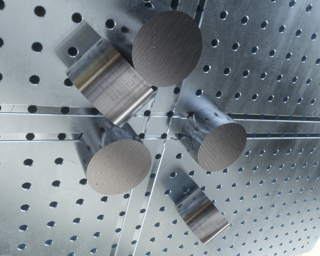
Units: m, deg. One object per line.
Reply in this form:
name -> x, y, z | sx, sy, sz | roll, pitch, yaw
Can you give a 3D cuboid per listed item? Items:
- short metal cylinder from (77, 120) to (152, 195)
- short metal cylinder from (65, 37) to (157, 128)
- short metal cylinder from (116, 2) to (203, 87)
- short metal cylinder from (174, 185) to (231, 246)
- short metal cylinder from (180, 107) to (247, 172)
short metal cylinder -> -0.057, 0.036, 0.386 | 0.081, 0.050, 0.079 | -14, 124, -21
short metal cylinder -> -0.049, -0.046, 0.320 | 0.050, 0.080, 0.080 | -43, 129, 2
short metal cylinder -> -0.001, -0.091, 0.338 | 0.081, 0.050, 0.079 | -14, 124, -21
short metal cylinder -> 0.068, 0.140, 0.499 | 0.050, 0.080, 0.080 | -40, 130, -1
short metal cylinder -> 0.076, 0.016, 0.446 | 0.081, 0.050, 0.079 | -14, 124, -21
